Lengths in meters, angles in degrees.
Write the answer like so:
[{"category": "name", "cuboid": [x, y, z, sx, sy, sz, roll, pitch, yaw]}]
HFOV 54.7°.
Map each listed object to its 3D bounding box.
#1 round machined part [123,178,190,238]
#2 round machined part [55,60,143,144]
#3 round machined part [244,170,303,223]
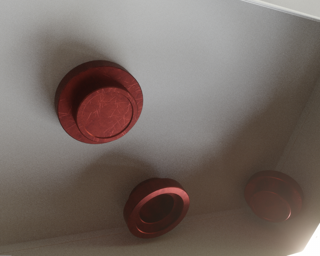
[{"category": "round machined part", "cuboid": [-0.008, 0.114, 0.463, 0.099, 0.042, 0.097, -14, 124, -21]}, {"category": "round machined part", "cuboid": [-0.064, -0.023, 0.349, 0.099, 0.042, 0.097, -14, 124, -21]}, {"category": "round machined part", "cuboid": [0.196, 0.126, 0.544, 0.042, 0.098, 0.097, -44, 143, -49]}]
